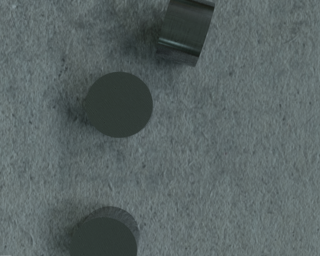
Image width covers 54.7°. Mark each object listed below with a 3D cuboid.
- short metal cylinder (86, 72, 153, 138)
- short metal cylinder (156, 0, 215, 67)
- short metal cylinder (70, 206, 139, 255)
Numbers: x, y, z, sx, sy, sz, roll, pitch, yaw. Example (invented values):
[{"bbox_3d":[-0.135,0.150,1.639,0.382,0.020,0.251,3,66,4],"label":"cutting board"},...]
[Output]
[{"bbox_3d":[-0.049,-0.028,0.397,0.081,0.050,0.079,0,90,-1],"label":"short metal cylinder"},{"bbox_3d":[0.031,-0.121,0.383,0.050,0.080,0.080,17,90,-1],"label":"short metal cylinder"},{"bbox_3d":[-0.068,0.147,0.397,0.081,0.050,0.079,0,90,-1],"label":"short metal cylinder"}]
